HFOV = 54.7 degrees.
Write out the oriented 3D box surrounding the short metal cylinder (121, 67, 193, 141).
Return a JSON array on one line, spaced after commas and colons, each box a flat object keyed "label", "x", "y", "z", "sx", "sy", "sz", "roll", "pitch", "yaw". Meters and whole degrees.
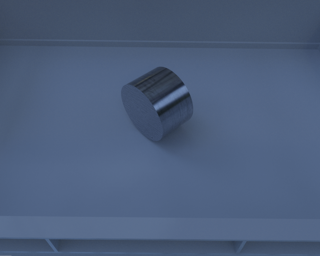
[{"label": "short metal cylinder", "x": -0.004, "y": -0.030, "z": 0.392, "sx": 0.050, "sy": 0.080, "sz": 0.080, "roll": -34, "pitch": 58, "yaw": -25}]
